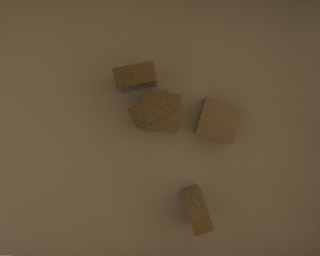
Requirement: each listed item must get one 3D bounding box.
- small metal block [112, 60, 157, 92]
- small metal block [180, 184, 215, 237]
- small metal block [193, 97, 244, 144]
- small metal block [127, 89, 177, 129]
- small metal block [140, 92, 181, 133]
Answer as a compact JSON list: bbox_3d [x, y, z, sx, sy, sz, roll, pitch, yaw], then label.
[{"bbox_3d":[-0.031,-0.065,0.399,0.050,0.050,0.025,-11,90,0],"label":"small metal block"},{"bbox_3d":[0.046,0.104,0.400,0.025,0.050,0.050,-17,90,0],"label":"small metal block"},{"bbox_3d":[0.077,-0.010,0.412,0.050,0.025,0.050,17,90,-1],"label":"small metal block"},{"bbox_3d":[-0.009,-0.022,0.374,0.050,0.050,0.025,-27,91,0],"label":"small metal block"},{"bbox_3d":[0.001,-0.020,0.411,0.050,0.025,0.050,3,90,-1],"label":"small metal block"}]
